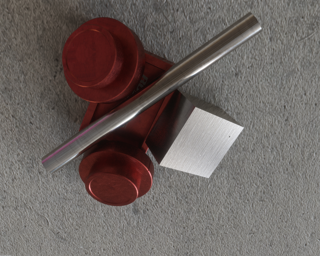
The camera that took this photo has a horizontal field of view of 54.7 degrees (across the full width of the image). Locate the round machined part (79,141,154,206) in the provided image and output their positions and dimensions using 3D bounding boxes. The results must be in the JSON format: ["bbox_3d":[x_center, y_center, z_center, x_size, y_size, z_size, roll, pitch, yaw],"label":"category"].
[{"bbox_3d":[-0.059,0.066,0.407,0.099,0.042,0.097,4,131,5],"label":"round machined part"}]

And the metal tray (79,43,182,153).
[{"bbox_3d":[-0.037,-0.034,0.395,0.090,0.030,0.129,23,108,-9],"label":"metal tray"}]

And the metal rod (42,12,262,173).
[{"bbox_3d":[-0.019,-0.035,0.367,0.300,0.025,0.025,-33,107,11],"label":"metal rod"}]

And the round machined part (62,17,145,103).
[{"bbox_3d":[-0.070,-0.078,0.351,0.098,0.042,0.097,0,89,20],"label":"round machined part"}]

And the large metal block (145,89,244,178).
[{"bbox_3d":[0.041,0.009,0.386,0.080,0.050,0.080,19,110,-33],"label":"large metal block"}]
